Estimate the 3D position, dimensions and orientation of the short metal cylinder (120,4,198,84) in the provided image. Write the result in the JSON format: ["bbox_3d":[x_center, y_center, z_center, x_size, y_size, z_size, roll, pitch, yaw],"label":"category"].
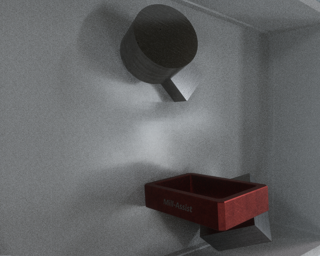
[{"bbox_3d":[-0.002,-0.099,0.374,0.081,0.050,0.080,7,74,-23],"label":"short metal cylinder"}]

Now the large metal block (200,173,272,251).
[{"bbox_3d":[0.106,0.122,0.445,0.050,0.080,0.080,45,35,-31],"label":"large metal block"}]

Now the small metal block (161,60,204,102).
[{"bbox_3d":[0.028,-0.072,0.432,0.050,0.025,0.050,50,60,-29],"label":"small metal block"}]

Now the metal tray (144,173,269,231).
[{"bbox_3d":[0.054,0.085,0.386,0.091,0.130,0.030,-6,94,-40],"label":"metal tray"}]
